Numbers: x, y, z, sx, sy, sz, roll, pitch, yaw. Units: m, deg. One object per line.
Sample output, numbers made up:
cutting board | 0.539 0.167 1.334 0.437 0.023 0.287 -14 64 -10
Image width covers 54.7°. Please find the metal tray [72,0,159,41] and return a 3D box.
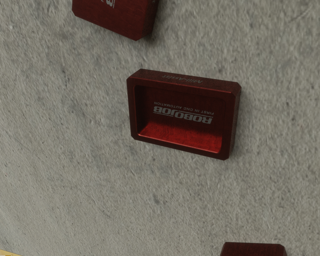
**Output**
metal tray | -0.041 -0.168 0.320 0.090 0.030 0.129 25 127 12

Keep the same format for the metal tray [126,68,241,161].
metal tray | 0.026 -0.018 0.377 0.130 0.030 0.089 12 124 21

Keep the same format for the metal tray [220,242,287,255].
metal tray | 0.153 0.231 0.465 0.090 0.030 0.129 -11 113 32
